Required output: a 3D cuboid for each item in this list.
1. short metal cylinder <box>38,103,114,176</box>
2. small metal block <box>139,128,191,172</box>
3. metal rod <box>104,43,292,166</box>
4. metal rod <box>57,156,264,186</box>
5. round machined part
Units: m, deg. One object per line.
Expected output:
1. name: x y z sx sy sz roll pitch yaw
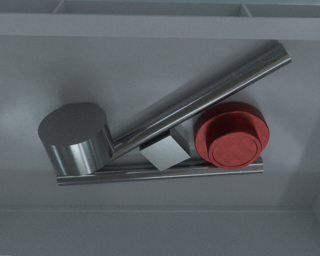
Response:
1. short metal cylinder: -0.101 0.013 0.381 0.080 0.080 0.050 -4 130 3
2. small metal block: 0.007 0.028 0.430 0.050 0.025 0.050 -29 125 22
3. metal rod: 0.017 -0.015 0.395 0.300 0.025 0.025 -29 125 22
4. metal rod: -0.001 0.065 0.462 0.302 0.025 0.025 -4 130 3
5. round machined part: 0.095 0.017 0.410 0.099 0.042 0.097 -1 130 0
